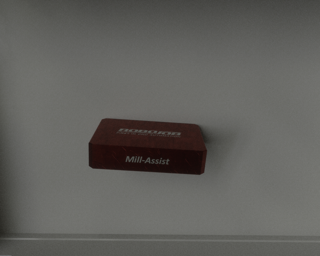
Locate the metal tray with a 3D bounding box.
[{"bbox_3d":[-0.014,0.020,0.383,0.131,0.090,0.030,4,110,-2],"label":"metal tray"}]
